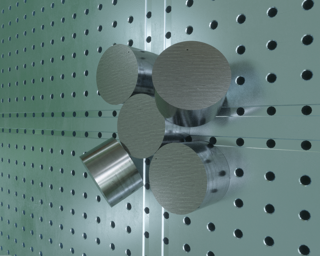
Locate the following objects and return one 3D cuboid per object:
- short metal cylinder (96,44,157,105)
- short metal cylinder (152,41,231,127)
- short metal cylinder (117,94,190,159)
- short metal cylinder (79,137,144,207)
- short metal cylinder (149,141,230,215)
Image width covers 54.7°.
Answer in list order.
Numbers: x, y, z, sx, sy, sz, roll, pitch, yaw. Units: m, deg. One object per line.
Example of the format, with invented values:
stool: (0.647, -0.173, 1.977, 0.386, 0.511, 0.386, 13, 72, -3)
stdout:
short metal cylinder: (-0.042, -0.070, 0.425, 0.080, 0.050, 0.079, 0, 90, 39)
short metal cylinder: (0.033, -0.047, 0.338, 0.080, 0.050, 0.080, -1, 70, 2)
short metal cylinder: (-0.009, -0.002, 0.398, 0.080, 0.050, 0.079, 0, 90, 39)
short metal cylinder: (-0.066, 0.059, 0.418, 0.080, 0.050, 0.080, 50, 161, 25)
short metal cylinder: (0.034, 0.056, 0.363, 0.080, 0.050, 0.079, 0, 90, 39)
